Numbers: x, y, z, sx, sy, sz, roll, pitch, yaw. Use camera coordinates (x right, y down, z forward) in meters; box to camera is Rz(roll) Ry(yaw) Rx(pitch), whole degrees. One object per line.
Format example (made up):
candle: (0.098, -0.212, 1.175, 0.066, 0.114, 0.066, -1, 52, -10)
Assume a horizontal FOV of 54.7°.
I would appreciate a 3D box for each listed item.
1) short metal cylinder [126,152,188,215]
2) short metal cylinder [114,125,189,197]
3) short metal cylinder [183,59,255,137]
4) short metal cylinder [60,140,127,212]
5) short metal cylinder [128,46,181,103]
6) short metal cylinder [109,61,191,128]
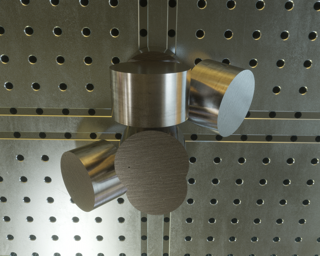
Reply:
short metal cylinder: (-0.005, 0.071, 0.425, 0.081, 0.050, 0.079, 0, 111, -1)
short metal cylinder: (-0.009, 0.031, 0.357, 0.081, 0.050, 0.079, 0, 110, 0)
short metal cylinder: (0.068, -0.036, 0.364, 0.050, 0.081, 0.079, 25, 114, 34)
short metal cylinder: (-0.085, 0.060, 0.399, 0.050, 0.080, 0.079, -20, 117, -40)
short metal cylinder: (-0.008, -0.056, 0.379, 0.081, 0.050, 0.079, 0, 111, 0)
short metal cylinder: (-0.010, -0.037, 0.315, 0.081, 0.080, 0.050, 0, 110, 0)
